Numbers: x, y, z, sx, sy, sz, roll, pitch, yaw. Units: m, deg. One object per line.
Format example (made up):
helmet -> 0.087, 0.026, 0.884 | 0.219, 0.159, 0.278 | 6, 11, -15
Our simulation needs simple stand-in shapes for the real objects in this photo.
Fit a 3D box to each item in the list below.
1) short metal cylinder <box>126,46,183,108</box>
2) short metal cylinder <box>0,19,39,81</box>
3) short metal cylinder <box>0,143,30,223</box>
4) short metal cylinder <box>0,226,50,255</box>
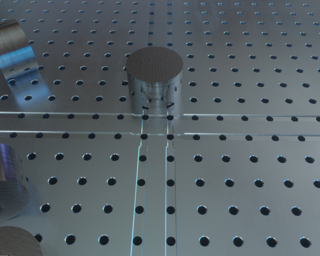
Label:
short metal cylinder -> -0.008, -0.075, 0.454 | 0.081, 0.050, 0.080 | 0, 50, 0
short metal cylinder -> -0.227, -0.118, 0.469 | 0.050, 0.080, 0.080 | -28, 56, -21
short metal cylinder -> -0.182, 0.060, 0.320 | 0.081, 0.080, 0.050 | -21, 53, -17
short metal cylinder -> -0.139, 0.136, 0.276 | 0.081, 0.050, 0.080 | 0, 50, 0
